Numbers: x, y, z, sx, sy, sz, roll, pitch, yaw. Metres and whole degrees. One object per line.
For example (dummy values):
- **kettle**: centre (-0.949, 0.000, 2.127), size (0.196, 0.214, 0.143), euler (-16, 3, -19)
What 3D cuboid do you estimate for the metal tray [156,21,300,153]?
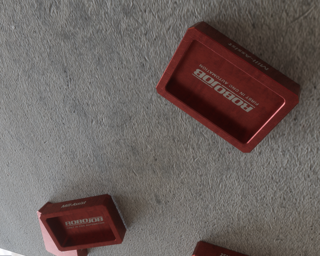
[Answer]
- **metal tray**: centre (0.070, -0.042, 0.340), size (0.130, 0.030, 0.089), euler (35, 129, 4)

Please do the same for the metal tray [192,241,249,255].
- **metal tray**: centre (0.117, 0.237, 0.488), size (0.130, 0.030, 0.089), euler (10, 123, 22)

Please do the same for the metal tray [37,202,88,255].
- **metal tray**: centre (-0.202, 0.223, 0.648), size (0.090, 0.030, 0.129), euler (16, 125, 19)

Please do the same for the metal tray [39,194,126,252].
- **metal tray**: centre (-0.137, 0.173, 0.558), size (0.130, 0.030, 0.090), euler (-13, 113, 14)
